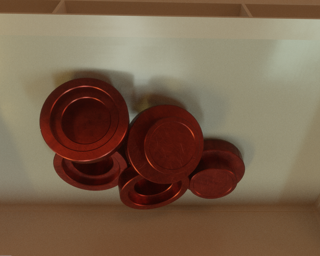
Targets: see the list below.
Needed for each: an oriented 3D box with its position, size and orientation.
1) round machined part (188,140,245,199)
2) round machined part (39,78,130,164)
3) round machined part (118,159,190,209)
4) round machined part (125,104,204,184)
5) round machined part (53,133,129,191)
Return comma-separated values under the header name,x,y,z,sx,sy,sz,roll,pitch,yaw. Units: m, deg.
name,x,y,z,sx,sy,sz,roll,pitch,yaw
round machined part,0.075,0.067,0.453,0.099,0.042,0.097,-1,130,0
round machined part,-0.085,-0.006,0.366,0.099,0.098,0.042,2,166,-2
round machined part,-0.011,0.072,0.442,0.099,0.042,0.097,-10,137,-9
round machined part,0.009,0.020,0.377,0.099,0.042,0.097,0,91,-17
round machined part,-0.092,0.040,0.427,0.099,0.042,0.097,-1,130,0
